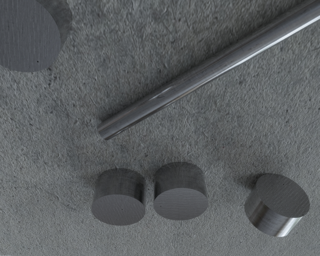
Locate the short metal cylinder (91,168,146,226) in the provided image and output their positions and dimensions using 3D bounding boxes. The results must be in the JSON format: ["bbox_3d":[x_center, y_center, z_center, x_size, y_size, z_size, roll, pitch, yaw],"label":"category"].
[{"bbox_3d":[-0.062,0.108,0.482,0.081,0.050,0.079,0,130,0],"label":"short metal cylinder"}]

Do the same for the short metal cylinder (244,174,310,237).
[{"bbox_3d":[0.177,0.116,0.472,0.081,0.080,0.050,8,130,-7],"label":"short metal cylinder"}]

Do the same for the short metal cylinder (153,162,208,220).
[{"bbox_3d":[0.031,0.097,0.474,0.081,0.050,0.079,0,130,0],"label":"short metal cylinder"}]

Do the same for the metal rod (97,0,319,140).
[{"bbox_3d":[0.048,-0.061,0.355,0.300,0.025,0.025,-28,125,22],"label":"metal rod"}]

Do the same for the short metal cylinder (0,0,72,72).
[{"bbox_3d":[-0.132,-0.102,0.303,0.081,0.050,0.079,0,130,0],"label":"short metal cylinder"}]
